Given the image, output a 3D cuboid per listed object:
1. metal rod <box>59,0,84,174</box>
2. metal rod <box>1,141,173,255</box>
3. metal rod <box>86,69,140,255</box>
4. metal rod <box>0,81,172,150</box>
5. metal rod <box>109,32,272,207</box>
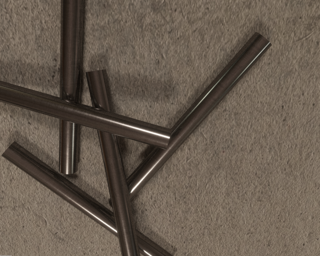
[{"bbox_3d":[-0.109,-0.081,0.378,0.025,0.025,0.298,6,110,-3],"label":"metal rod"},{"bbox_3d":[-0.093,0.122,0.453,0.300,0.025,0.025,40,105,-14],"label":"metal rod"},{"bbox_3d":[-0.057,0.073,0.413,0.025,0.025,0.298,-8,102,2],"label":"metal rod"},{"bbox_3d":[-0.134,-0.028,0.372,0.302,0.025,0.025,16,110,3],"label":"metal rod"},{"bbox_3d":[0.030,0.002,0.410,0.025,0.025,0.299,37,105,-13],"label":"metal rod"}]
